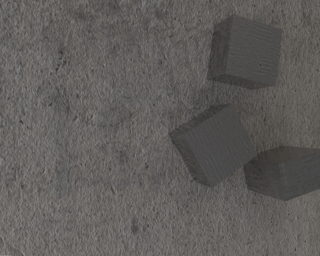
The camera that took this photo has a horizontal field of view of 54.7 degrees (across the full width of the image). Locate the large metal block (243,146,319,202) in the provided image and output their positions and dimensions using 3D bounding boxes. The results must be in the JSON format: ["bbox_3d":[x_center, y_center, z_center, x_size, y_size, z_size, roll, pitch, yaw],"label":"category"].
[{"bbox_3d":[0.179,0.061,0.446,0.081,0.080,0.050,-13,95,-20],"label":"large metal block"}]

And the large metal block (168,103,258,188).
[{"bbox_3d":[0.072,0.022,0.422,0.080,0.050,0.080,-32,101,-17],"label":"large metal block"}]

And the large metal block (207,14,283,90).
[{"bbox_3d":[0.119,-0.104,0.439,0.081,0.050,0.080,9,87,-20],"label":"large metal block"}]
